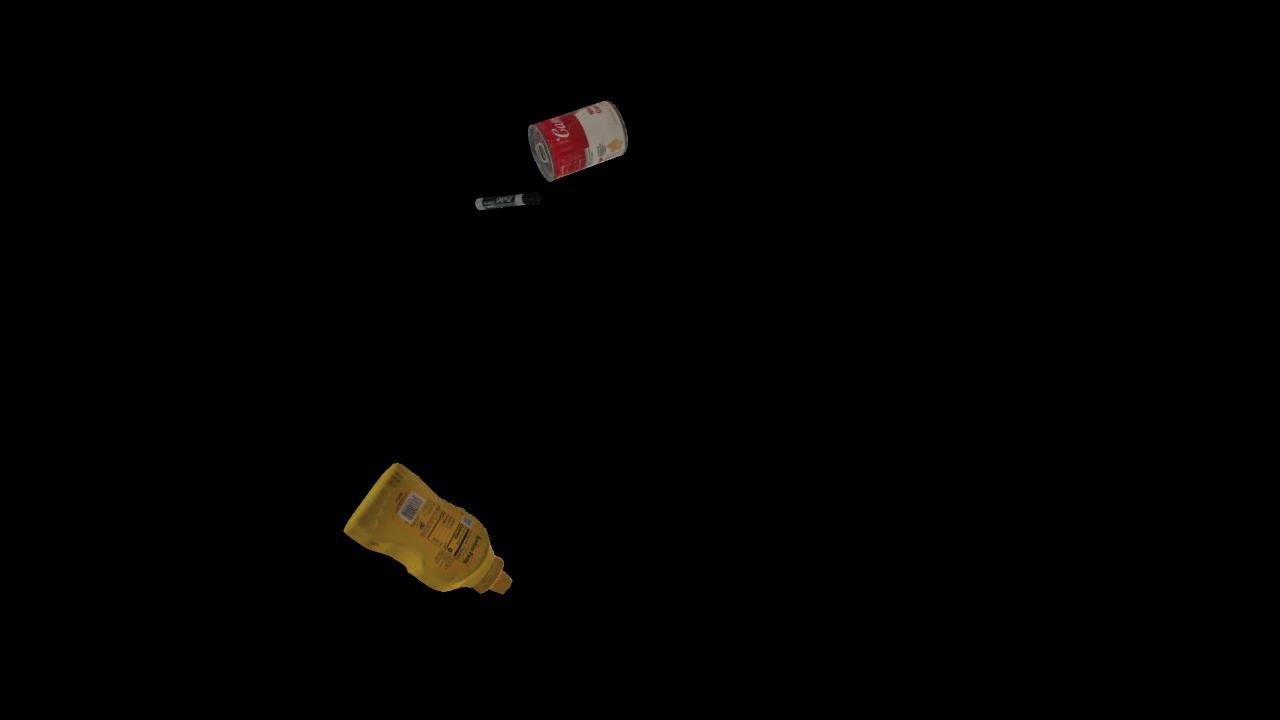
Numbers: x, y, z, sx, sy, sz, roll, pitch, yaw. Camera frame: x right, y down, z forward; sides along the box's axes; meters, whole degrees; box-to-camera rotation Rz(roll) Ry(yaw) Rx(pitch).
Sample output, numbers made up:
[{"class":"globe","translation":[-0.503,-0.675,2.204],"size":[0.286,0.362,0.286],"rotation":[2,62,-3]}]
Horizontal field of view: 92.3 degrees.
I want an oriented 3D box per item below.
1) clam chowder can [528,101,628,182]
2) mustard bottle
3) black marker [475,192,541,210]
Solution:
[{"class":"clam chowder can","translation":[-0.074,-0.263,0.739],"size":[0.102,0.068,0.068],"rotation":[-25,8,-17]},{"class":"mustard bottle","translation":[-0.214,0.197,0.662],"size":[0.054,0.184,0.092],"rotation":[-41,18,27]},{"class":"black marker","translation":[-0.206,-0.249,0.961],"size":[0.121,0.020,0.020],"rotation":[2,1,27]}]
